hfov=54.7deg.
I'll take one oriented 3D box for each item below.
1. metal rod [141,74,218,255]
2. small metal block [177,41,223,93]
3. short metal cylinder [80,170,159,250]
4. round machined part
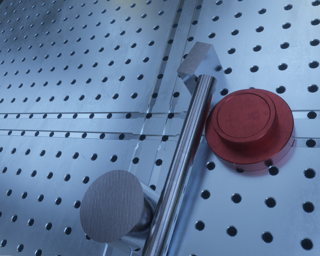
[{"bbox_3d":[0.013,0.075,0.341,0.025,0.025,0.299,8,69,31],"label":"metal rod"},{"bbox_3d":[0.054,-0.077,0.410,0.025,0.050,0.050,24,75,36],"label":"small metal block"},{"bbox_3d":[-0.043,0.094,0.356,0.080,0.050,0.080,-13,56,21],"label":"short metal cylinder"},{"bbox_3d":[0.097,-0.005,0.349,0.098,0.042,0.098,-13,56,20],"label":"round machined part"}]
